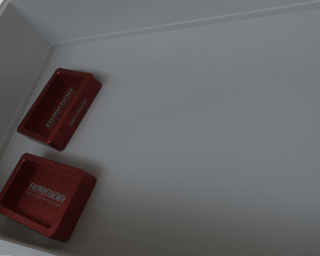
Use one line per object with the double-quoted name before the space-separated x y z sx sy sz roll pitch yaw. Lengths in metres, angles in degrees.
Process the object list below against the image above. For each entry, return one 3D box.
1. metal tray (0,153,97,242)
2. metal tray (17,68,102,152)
"metal tray" -0.161 0.091 0.428 0.130 0.030 0.090 10 66 32
"metal tray" -0.164 -0.034 0.506 0.090 0.030 0.130 15 69 33
